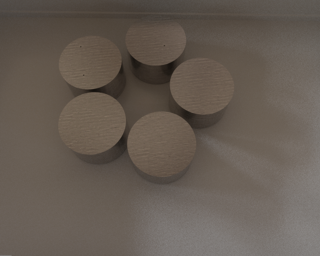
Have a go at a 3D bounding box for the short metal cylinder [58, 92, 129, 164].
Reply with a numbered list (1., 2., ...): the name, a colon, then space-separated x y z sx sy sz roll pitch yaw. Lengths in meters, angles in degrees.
1. short metal cylinder: -0.081 0.001 0.393 0.081 0.050 0.080 0 70 0

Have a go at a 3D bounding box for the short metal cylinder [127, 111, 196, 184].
1. short metal cylinder: 0.002 0.026 0.385 0.081 0.050 0.080 0 70 0

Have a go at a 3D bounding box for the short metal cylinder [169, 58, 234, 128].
1. short metal cylinder: 0.053 -0.045 0.411 0.081 0.050 0.080 0 70 0

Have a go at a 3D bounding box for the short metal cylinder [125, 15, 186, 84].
1. short metal cylinder: -0.005 -0.109 0.434 0.081 0.050 0.080 0 70 0

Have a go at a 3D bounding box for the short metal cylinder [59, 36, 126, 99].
1. short metal cylinder: -0.089 -0.077 0.422 0.081 0.050 0.080 0 70 0
